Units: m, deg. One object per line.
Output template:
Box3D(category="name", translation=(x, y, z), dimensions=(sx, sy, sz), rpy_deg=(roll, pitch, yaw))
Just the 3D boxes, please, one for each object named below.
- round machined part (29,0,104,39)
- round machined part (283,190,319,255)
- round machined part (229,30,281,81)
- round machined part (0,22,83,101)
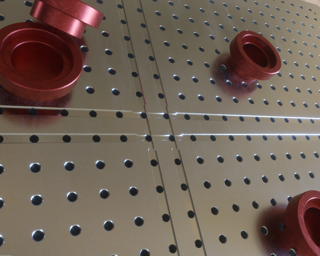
Box3D(category="round machined part", translation=(-0.126, -0.149, 0.399), dimensions=(0.098, 0.042, 0.098), rpy_deg=(26, 11, -5))
Box3D(category="round machined part", translation=(0.211, 0.139, 0.425), dimensions=(0.099, 0.042, 0.098), rpy_deg=(13, 56, -21))
Box3D(category="round machined part", translation=(0.167, -0.126, 0.563), dimensions=(0.099, 0.042, 0.098), rpy_deg=(13, 56, -21))
Box3D(category="round machined part", translation=(-0.144, -0.073, 0.364), dimensions=(0.099, 0.042, 0.098), rpy_deg=(13, 56, -21))
